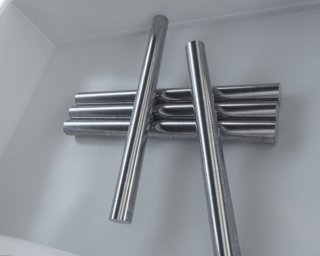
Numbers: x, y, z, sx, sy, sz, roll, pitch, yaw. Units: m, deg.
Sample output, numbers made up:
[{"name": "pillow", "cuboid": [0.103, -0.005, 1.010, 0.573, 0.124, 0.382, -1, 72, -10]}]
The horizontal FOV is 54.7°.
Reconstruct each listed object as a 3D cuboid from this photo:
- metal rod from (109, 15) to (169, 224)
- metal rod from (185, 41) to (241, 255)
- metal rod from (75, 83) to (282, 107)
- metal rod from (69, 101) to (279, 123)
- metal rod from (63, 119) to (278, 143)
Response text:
[{"name": "metal rod", "cuboid": [-0.021, -0.031, 0.400, 0.025, 0.025, 0.299, -5, 59, 25]}, {"name": "metal rod", "cuboid": [0.055, 0.031, 0.329, 0.025, 0.025, 0.299, -15, 62, 20]}, {"name": "metal rod", "cuboid": [0.005, -0.042, 0.426, 0.300, 0.025, 0.025, 1, 62, 28]}, {"name": "metal rod", "cuboid": [-0.002, -0.020, 0.416, 0.300, 0.025, 0.025, 1, 62, 28]}, {"name": "metal rod", "cuboid": [-0.007, 0.002, 0.405, 0.300, 0.025, 0.025, 1, 62, 28]}]
